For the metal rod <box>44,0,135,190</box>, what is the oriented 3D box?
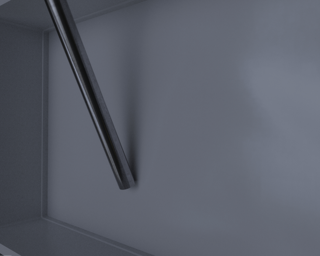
[{"bbox_3d":[-0.092,-0.053,0.406,0.025,0.025,0.299,-3,112,40],"label":"metal rod"}]
